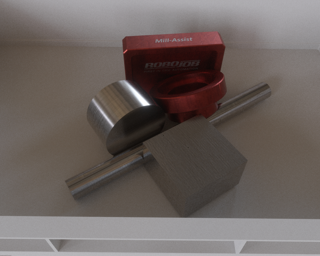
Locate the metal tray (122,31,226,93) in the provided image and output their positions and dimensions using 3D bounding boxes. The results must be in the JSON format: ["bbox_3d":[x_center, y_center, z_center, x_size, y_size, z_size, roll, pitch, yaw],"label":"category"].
[{"bbox_3d":[0.017,-0.084,0.430,0.131,0.089,0.030,-5,51,-5],"label":"metal tray"}]

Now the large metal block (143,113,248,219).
[{"bbox_3d":[0.037,0.041,0.351,0.081,0.050,0.080,-26,55,-21],"label":"large metal block"}]

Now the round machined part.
[{"bbox_3d":[0.039,-0.040,0.408,0.098,0.042,0.098,-13,24,6],"label":"round machined part"}]

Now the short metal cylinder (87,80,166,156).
[{"bbox_3d":[-0.041,-0.011,0.376,0.081,0.080,0.050,-27,55,-21],"label":"short metal cylinder"}]

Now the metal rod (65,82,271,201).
[{"bbox_3d":[0.026,0.007,0.397,0.302,0.025,0.025,-26,55,-21],"label":"metal rod"}]
